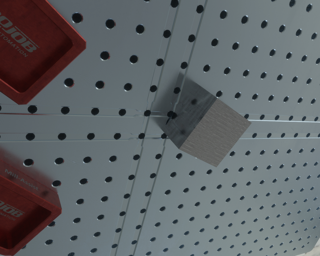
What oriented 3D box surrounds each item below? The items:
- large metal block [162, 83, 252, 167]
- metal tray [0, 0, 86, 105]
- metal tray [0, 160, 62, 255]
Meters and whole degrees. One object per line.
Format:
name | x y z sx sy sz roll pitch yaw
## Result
large metal block | 0.065 -0.002 0.429 0.080 0.050 0.080 28 103 -38
metal tray | -0.143 -0.092 0.272 0.090 0.030 0.130 -43 129 2
metal tray | -0.193 0.090 0.357 0.090 0.030 0.130 -42 130 0
